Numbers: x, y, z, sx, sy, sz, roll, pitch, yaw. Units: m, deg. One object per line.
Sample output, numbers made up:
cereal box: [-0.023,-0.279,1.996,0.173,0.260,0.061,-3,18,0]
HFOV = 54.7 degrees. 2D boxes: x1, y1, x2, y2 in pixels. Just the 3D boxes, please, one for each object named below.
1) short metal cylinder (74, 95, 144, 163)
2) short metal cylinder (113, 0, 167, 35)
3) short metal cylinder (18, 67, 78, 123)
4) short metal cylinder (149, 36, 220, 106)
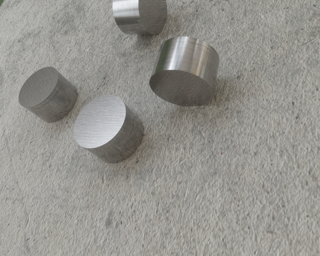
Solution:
short metal cylinder: [-0.069,0.002,0.423,0.080,0.050,0.080,-13,56,21]
short metal cylinder: [-0.031,-0.193,0.504,0.050,0.080,0.080,9,66,32]
short metal cylinder: [-0.187,-0.056,0.520,0.080,0.050,0.080,-13,56,21]
short metal cylinder: [0.032,-0.070,0.395,0.080,0.080,0.050,1,62,29]
